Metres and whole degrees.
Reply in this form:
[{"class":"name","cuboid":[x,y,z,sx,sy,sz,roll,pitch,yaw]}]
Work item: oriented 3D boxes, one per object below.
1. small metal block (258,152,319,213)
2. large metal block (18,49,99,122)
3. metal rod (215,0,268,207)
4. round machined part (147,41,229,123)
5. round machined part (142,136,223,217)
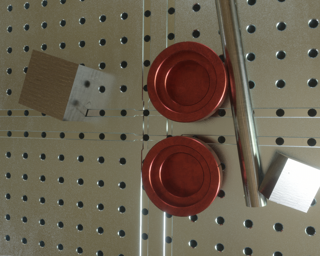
[{"class":"small metal block","cuboid":[0.148,0.061,0.349,0.050,0.025,0.050,20,98,-12]},{"class":"large metal block","cuboid":[-0.147,-0.060,0.451,0.080,0.050,0.080,20,97,18]},{"class":"metal rod","cuboid":[0.095,-0.056,0.378,0.025,0.025,0.298,-9,87,20]},{"class":"round machined part","cuboid":[0.037,-0.055,0.390,0.098,0.042,0.097,0,90,20]},{"class":"round machined part","cuboid":[0.030,0.058,0.393,0.098,0.042,0.097,0,90,20]}]
